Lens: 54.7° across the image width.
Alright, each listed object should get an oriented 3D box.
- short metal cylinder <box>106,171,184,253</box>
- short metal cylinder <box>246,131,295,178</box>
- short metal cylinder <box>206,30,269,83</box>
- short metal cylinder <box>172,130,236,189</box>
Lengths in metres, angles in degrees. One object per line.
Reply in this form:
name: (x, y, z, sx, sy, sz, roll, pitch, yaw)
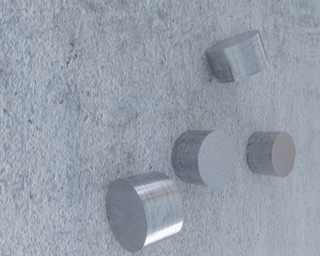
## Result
short metal cylinder: (-0.019, 0.093, 0.353, 0.050, 0.080, 0.079, -6, 94, -40)
short metal cylinder: (0.199, 0.046, 0.555, 0.081, 0.050, 0.080, 0, 90, -40)
short metal cylinder: (0.117, -0.108, 0.466, 0.080, 0.080, 0.050, -38, 114, -33)
short metal cylinder: (0.063, 0.042, 0.442, 0.081, 0.050, 0.080, 0, 90, -40)
